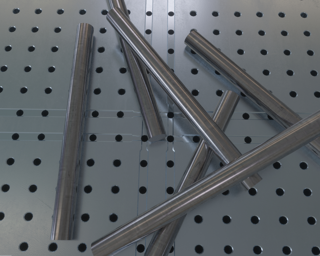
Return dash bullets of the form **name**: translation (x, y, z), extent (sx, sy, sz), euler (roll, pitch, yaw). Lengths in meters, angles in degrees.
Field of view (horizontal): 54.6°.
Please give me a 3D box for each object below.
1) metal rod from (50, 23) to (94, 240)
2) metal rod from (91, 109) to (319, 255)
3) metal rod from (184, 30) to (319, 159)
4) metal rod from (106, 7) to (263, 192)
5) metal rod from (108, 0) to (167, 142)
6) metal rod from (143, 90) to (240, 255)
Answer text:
- **metal rod**: translation (-0.114, -0.009, 0.414), extent (0.025, 0.025, 0.299), euler (1, 70, 0)
- **metal rod**: translation (0.055, 0.066, 0.345), extent (0.300, 0.025, 0.025), euler (-31, 73, 6)
- **metal rod**: translation (0.149, -0.034, 0.424), extent (0.025, 0.025, 0.300), euler (-42, 75, -14)
- **metal rod**: translation (0.022, -0.048, 0.401), extent (0.025, 0.025, 0.300), euler (-34, 74, -11)
- **metal rod**: translation (-0.045, -0.122, 0.456), extent (0.025, 0.025, 0.299), euler (-15, 71, -5)
- **metal rod**: translation (0.031, 0.081, 0.382), extent (0.025, 0.025, 0.300), euler (26, 72, 9)
